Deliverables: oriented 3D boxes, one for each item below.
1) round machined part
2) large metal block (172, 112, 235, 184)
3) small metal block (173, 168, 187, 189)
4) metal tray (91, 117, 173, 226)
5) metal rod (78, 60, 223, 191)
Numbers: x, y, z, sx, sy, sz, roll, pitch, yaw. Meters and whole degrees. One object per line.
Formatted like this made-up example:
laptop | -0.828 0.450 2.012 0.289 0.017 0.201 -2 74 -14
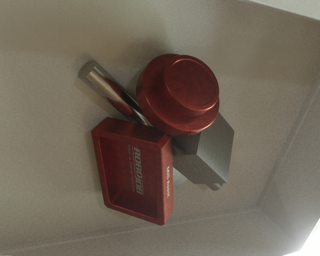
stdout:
round machined part | 0.027 -0.042 0.347 0.099 0.098 0.042 -2 160 -28
large metal block | 0.054 0.020 0.409 0.080 0.050 0.080 43 51 -39
small metal block | 0.008 0.050 0.427 0.025 0.050 0.050 -44 130 2
metal tray | -0.031 0.056 0.385 0.030 0.090 0.129 -51 146 -50
metal rod | 0.008 0.016 0.422 0.025 0.025 0.300 -45 130 3
